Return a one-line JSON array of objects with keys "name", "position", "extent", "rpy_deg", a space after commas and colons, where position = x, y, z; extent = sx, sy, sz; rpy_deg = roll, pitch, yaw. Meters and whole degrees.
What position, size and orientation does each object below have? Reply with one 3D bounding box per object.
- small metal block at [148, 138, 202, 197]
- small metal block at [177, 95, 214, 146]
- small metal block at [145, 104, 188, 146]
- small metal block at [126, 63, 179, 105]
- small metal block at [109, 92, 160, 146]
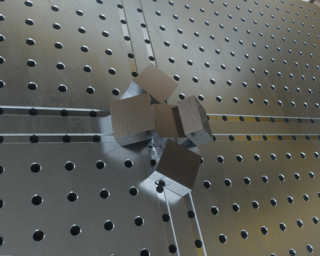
[{"name": "small metal block", "position": [0.019, 0.049, 0.387], "extent": [0.050, 0.025, 0.050], "rpy_deg": [29, 53, -8]}, {"name": "small metal block", "position": [0.048, -0.009, 0.422], "extent": [0.050, 0.025, 0.050], "rpy_deg": [39, 34, -58]}, {"name": "small metal block", "position": [0.004, -0.004, 0.412], "extent": [0.050, 0.025, 0.050], "rpy_deg": [1, 60, -28]}, {"name": "small metal block", "position": [-0.010, -0.056, 0.437], "extent": [0.050, 0.025, 0.050], "rpy_deg": [39, 50, -1]}, {"name": "small metal block", "position": [-0.032, -0.010, 0.381], "extent": [0.050, 0.025, 0.050], "rpy_deg": [-14, 65, 5]}]
